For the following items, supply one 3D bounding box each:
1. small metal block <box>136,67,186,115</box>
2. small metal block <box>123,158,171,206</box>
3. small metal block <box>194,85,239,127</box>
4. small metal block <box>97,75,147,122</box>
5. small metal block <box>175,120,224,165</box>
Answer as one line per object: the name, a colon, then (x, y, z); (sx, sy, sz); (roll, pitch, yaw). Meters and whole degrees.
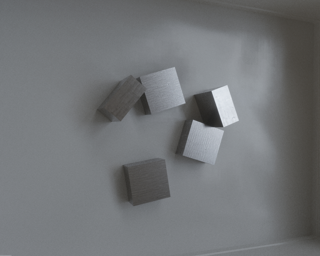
small metal block: (0.000, -0.049, 0.411); (0.050, 0.025, 0.050); (-19, 97, -19)
small metal block: (-0.017, 0.069, 0.405); (0.050, 0.025, 0.050); (-10, 93, -20)
small metal block: (0.077, -0.029, 0.427); (0.025, 0.050, 0.050); (-22, 98, -19)
small metal block: (-0.048, -0.035, 0.380); (0.025, 0.050, 0.050); (41, 77, -16)
small metal block: (0.055, 0.020, 0.432); (0.050, 0.025, 0.050); (19, 84, -20)
